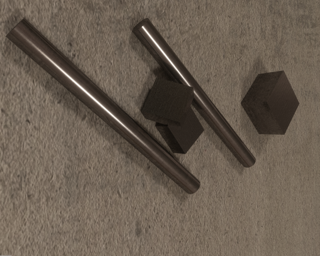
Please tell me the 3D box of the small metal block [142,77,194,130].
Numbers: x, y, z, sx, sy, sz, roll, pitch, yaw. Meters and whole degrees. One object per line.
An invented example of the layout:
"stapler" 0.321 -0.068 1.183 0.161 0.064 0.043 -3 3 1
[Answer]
"small metal block" 0.011 -0.032 0.397 0.025 0.050 0.050 71 39 -67

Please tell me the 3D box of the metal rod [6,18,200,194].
"metal rod" -0.044 -0.005 0.369 0.300 0.025 0.025 44 63 -31

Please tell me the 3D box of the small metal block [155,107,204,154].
"small metal block" 0.029 0.000 0.431 0.050 0.025 0.050 -48 119 -29

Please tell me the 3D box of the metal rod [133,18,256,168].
"metal rod" 0.065 -0.035 0.461 0.300 0.025 0.025 46 62 -30

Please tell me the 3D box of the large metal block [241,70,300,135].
"large metal block" 0.201 -0.045 0.560 0.080 0.050 0.080 51 60 -28
